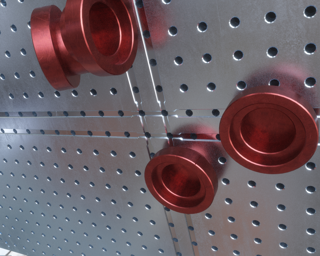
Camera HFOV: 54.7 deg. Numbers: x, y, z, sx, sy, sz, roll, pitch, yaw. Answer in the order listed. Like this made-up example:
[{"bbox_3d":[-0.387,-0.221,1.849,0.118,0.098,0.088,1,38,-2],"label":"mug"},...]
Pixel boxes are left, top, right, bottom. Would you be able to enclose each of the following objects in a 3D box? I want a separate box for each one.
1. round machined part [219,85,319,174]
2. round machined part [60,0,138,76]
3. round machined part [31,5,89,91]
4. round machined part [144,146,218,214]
[{"bbox_3d":[0.118,-0.001,0.337,0.098,0.042,0.097,13,124,20],"label":"round machined part"},{"bbox_3d":[-0.068,-0.105,0.334,0.042,0.098,0.097,0,119,28],"label":"round machined part"},{"bbox_3d":[-0.111,-0.096,0.370,0.042,0.098,0.097,-11,116,1],"label":"round machined part"},{"bbox_3d":[0.032,0.066,0.423,0.098,0.042,0.097,13,124,20],"label":"round machined part"}]
